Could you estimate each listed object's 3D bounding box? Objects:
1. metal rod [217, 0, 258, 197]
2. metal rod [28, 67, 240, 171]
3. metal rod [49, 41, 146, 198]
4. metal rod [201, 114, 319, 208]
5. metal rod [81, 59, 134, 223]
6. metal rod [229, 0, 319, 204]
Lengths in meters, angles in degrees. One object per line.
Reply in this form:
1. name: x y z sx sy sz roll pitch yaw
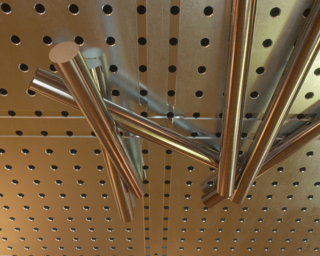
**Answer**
1. metal rod: 0.087 -0.033 0.363 0.025 0.025 0.298 -2 124 2
2. metal rod: -0.011 0.004 0.392 0.301 0.025 0.025 25 126 -28
3. metal rod: -0.056 0.020 0.374 0.025 0.025 0.299 -7 146 6
4. metal rod: 0.173 0.033 0.440 0.025 0.025 0.299 32 123 -24
5. metal rod: -0.068 0.041 0.445 0.025 0.025 0.298 -3 130 3
6. metal rod: 0.142 -0.016 0.381 0.025 0.025 0.298 8 125 -7
